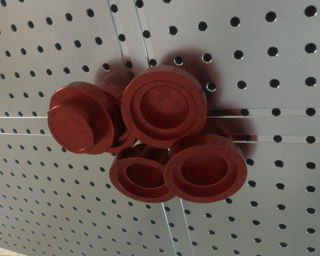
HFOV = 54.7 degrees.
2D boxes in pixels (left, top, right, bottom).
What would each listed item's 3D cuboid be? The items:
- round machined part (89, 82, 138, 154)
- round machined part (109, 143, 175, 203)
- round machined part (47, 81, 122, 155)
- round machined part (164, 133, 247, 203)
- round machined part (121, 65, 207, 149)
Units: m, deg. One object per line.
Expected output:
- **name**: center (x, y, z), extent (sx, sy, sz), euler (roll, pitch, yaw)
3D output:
- **round machined part**: center (-0.065, -0.017, 0.422), extent (0.098, 0.042, 0.097), euler (13, 124, 20)
- **round machined part**: center (-0.018, 0.059, 0.433), extent (0.099, 0.042, 0.097), euler (7, 133, 8)
- **round machined part**: center (-0.102, -0.006, 0.393), extent (0.098, 0.042, 0.097), euler (13, 124, 20)
- **round machined part**: center (0.054, 0.045, 0.383), extent (0.099, 0.042, 0.097), euler (1, 127, 1)
- **round machined part**: center (0.006, -0.027, 0.367), extent (0.099, 0.042, 0.097), euler (4, 119, 7)
